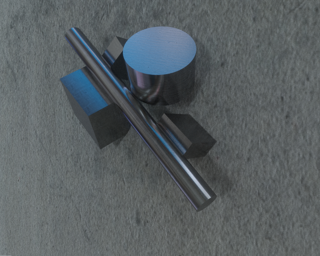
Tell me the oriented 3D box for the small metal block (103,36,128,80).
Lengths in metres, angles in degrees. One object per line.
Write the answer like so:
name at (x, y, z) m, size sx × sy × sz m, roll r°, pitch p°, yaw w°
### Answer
small metal block at (-0.051, -0.095, 0.430) m, size 0.050 × 0.050 × 0.025 m, roll -46°, pitch 63°, yaw 30°

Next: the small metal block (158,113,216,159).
small metal block at (0.029, 0.009, 0.361) m, size 0.050 × 0.050 × 0.025 m, roll 48°, pitch 119°, yaw 29°

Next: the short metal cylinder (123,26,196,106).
short metal cylinder at (0.001, -0.072, 0.360) m, size 0.080 × 0.080 × 0.050 m, roll 46°, pitch 159°, yaw 30°

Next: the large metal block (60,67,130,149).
large metal block at (-0.090, -0.030, 0.439) m, size 0.080 × 0.050 × 0.080 m, roll 48°, pitch 159°, yaw 28°

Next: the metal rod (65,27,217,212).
metal rod at (-0.038, -0.029, 0.371) m, size 0.300 × 0.025 × 0.025 m, roll 51°, pitch 120°, yaw 27°
